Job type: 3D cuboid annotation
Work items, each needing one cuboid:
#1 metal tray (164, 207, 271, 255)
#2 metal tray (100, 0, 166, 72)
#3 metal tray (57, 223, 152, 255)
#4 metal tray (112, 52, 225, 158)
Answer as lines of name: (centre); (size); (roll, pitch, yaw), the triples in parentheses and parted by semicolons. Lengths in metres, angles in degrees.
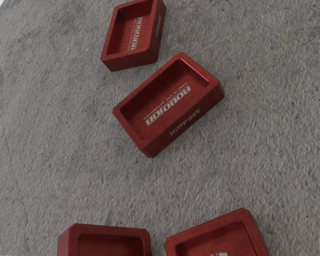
metal tray: (0.064, 0.149, 0.275); (0.090, 0.030, 0.130); (-26, 53, 12)
metal tray: (-0.043, -0.161, 0.522); (0.090, 0.030, 0.130); (-6, 59, 25)
metal tray: (-0.049, 0.160, 0.287); (0.030, 0.091, 0.130); (-42, 43, 39)
metal tray: (0.009, -0.034, 0.416); (0.130, 0.030, 0.090); (-41, 51, 0)
